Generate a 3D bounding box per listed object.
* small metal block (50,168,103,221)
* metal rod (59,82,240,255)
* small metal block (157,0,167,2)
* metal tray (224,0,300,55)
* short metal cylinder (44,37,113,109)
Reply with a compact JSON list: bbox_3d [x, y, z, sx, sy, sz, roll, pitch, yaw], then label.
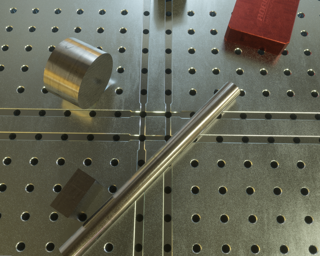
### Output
[{"bbox_3d":[-0.097,0.080,0.368,0.025,0.050,0.050,31,73,10],"label":"small metal block"},{"bbox_3d":[-0.003,0.046,0.394,0.025,0.025,0.301,42,75,13],"label":"metal rod"},{"bbox_3d":[0.017,-0.229,0.483,0.050,0.050,0.025,-15,71,-6],"label":"small metal block"},{"bbox_3d":[0.162,-0.184,0.478,0.090,0.030,0.130,18,71,6],"label":"metal tray"},{"bbox_3d":[-0.105,-0.071,0.407,0.050,0.080,0.080,27,72,9],"label":"short metal cylinder"}]
